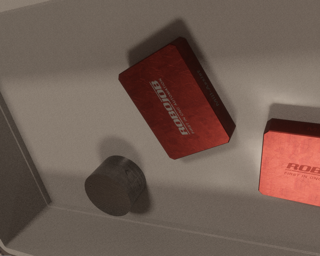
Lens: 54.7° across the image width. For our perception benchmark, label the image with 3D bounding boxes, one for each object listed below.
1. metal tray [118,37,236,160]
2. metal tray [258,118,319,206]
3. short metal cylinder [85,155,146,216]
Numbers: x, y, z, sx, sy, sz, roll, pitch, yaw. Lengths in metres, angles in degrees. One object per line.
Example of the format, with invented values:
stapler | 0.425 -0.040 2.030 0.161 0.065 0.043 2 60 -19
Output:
metal tray | 0.021 -0.031 0.375 0.090 0.030 0.130 -23 107 36
metal tray | 0.180 0.042 0.337 0.130 0.030 0.089 8 122 23
short metal cylinder | -0.069 0.090 0.482 0.080 0.050 0.079 13 124 20
